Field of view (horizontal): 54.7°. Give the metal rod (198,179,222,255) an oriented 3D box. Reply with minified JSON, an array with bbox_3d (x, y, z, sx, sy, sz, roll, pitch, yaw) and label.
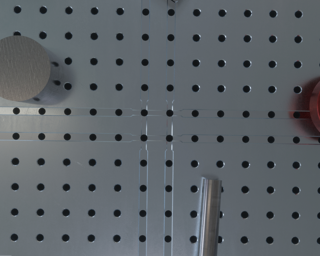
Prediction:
[{"bbox_3d":[0.057,0.217,0.397,0.025,0.025,0.298,5,83,0],"label":"metal rod"}]

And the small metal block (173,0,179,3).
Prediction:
[{"bbox_3d":[0.017,-0.206,0.413,0.050,0.025,0.050,34,90,0],"label":"small metal block"}]

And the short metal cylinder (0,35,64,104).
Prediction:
[{"bbox_3d":[-0.173,-0.072,0.399,0.081,0.050,0.080,0,90,0],"label":"short metal cylinder"}]

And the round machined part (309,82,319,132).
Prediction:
[{"bbox_3d":[0.245,-0.028,0.407,0.099,0.042,0.097,0,90,0],"label":"round machined part"}]
